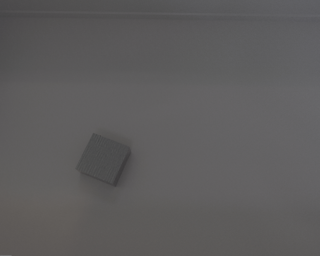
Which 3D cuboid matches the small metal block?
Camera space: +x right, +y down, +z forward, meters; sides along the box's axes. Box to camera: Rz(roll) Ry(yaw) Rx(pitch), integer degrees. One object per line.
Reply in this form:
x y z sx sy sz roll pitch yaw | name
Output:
-0.071 0.041 0.394 0.050 0.025 0.050 21 71 7 | small metal block
